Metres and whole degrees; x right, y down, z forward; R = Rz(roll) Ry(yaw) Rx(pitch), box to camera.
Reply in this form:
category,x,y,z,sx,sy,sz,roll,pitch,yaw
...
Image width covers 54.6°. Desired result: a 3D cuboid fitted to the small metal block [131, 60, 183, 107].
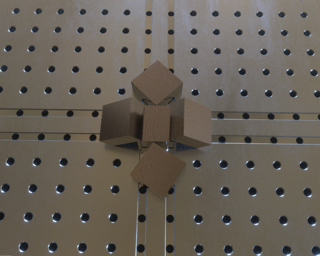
category,x,y,z,sx,sy,sz,roll,pitch,yaw
small metal block,-0.004,-0.058,0.433,0.050,0.025,0.050,-42,75,-14

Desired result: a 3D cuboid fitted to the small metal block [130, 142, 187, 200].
category,x,y,z,sx,sy,sz,roll,pitch,yaw
small metal block,-0.002,0.054,0.391,0.050,0.025,0.050,32,74,12

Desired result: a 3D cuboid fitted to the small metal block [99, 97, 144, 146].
category,x,y,z,sx,sy,sz,roll,pitch,yaw
small metal block,-0.049,-0.007,0.401,0.050,0.025,0.050,-12,67,35

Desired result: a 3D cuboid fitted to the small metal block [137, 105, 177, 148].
category,x,y,z,sx,sy,sz,roll,pitch,yaw
small metal block,-0.003,-0.002,0.412,0.050,0.025,0.050,1,69,0

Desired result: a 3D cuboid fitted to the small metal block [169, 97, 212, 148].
category,x,y,z,sx,sy,sz,roll,pitch,yaw
small metal block,0.040,-0.005,0.399,0.050,0.025,0.050,19,65,-37
